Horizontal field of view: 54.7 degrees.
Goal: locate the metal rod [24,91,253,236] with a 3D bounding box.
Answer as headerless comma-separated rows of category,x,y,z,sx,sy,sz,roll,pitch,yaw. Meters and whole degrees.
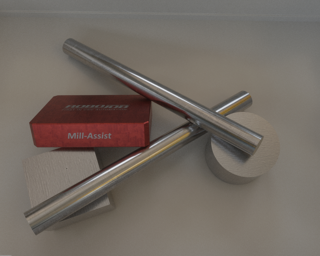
metal rod,-0.004,0.026,0.359,0.302,0.025,0.025,-29,72,-25

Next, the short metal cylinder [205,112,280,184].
short metal cylinder,0.100,0.026,0.385,0.081,0.050,0.080,0,70,0

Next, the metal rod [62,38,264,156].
metal rod,-0.013,-0.050,0.395,0.300,0.025,0.025,30,72,23

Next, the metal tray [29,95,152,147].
metal tray,-0.077,-0.011,0.379,0.131,0.030,0.090,0,26,1

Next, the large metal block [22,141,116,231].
large metal block,-0.105,0.068,0.365,0.081,0.050,0.080,-18,71,-7
